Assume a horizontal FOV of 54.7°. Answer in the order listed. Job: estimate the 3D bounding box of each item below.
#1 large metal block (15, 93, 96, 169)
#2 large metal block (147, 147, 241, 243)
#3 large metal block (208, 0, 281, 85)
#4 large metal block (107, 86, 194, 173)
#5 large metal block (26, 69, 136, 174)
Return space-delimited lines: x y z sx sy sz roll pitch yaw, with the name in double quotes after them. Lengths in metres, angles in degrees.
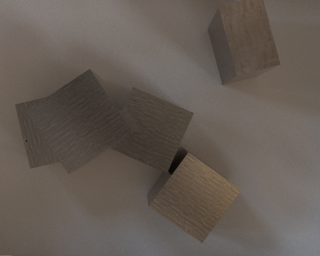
-0.126 0.001 0.398 0.080 0.050 0.080 -13 90 0 "large metal block"
0.040 0.083 0.395 0.080 0.050 0.080 36 90 -6 "large metal block"
0.100 -0.103 0.384 0.050 0.080 0.080 -15 90 0 "large metal block"
-0.012 0.002 0.399 0.080 0.050 0.080 24 90 0 "large metal block"
-0.084 -0.007 0.348 0.080 0.050 0.080 -34 90 0 "large metal block"
